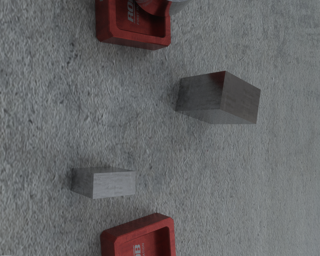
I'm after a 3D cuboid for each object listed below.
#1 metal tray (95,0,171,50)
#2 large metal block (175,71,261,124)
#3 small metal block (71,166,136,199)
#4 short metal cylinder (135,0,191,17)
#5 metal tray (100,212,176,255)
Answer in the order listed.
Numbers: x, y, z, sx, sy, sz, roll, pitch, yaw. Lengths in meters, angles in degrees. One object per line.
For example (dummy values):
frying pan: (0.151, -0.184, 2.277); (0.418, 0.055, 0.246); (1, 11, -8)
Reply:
metal tray: (-0.031, -0.166, 0.374); (0.091, 0.030, 0.129); (-3, 92, -40)
large metal block: (0.082, -0.039, 0.437); (0.081, 0.080, 0.050); (17, 80, -39)
small metal block: (-0.062, 0.058, 0.337); (0.050, 0.050, 0.025); (3, 88, -40)
short metal cylinder: (0.008, -0.178, 0.360); (0.081, 0.050, 0.079); (0, 91, -17)
metal tray: (-0.022, 0.181, 0.382); (0.091, 0.030, 0.129); (-7, 94, -40)
